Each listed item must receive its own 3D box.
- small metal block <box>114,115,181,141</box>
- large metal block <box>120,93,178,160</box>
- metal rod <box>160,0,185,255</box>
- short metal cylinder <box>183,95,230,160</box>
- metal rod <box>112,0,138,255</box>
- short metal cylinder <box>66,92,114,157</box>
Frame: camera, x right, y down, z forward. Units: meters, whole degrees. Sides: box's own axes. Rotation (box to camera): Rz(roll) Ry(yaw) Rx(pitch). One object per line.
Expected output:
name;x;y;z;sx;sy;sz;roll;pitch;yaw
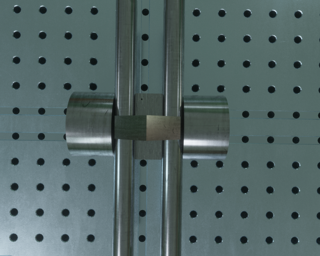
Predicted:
small metal block;-0.013;0.000;0.334;0.050;0.050;0.025;1;91;44
large metal block;-0.014;-0.002;0.397;0.081;0.050;0.079;1;90;0
metal rod;0.015;0.000;0.360;0.025;0.025;0.298;1;90;0
short metal cylinder;0.053;0.000;0.382;0.050;0.080;0.079;1;90;1
metal rod;-0.041;0.002;0.360;0.025;0.025;0.298;1;90;0
short metal cylinder;-0.079;-0.004;0.382;0.050;0.080;0.079;1;90;0
